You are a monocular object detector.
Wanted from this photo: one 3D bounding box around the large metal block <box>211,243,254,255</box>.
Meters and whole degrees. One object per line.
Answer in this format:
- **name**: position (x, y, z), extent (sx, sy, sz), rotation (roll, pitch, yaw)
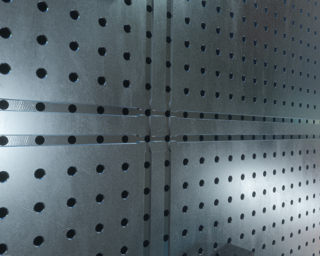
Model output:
- **large metal block**: position (0.107, 0.241, 0.481), extent (0.081, 0.050, 0.080), rotation (-18, 102, -38)
